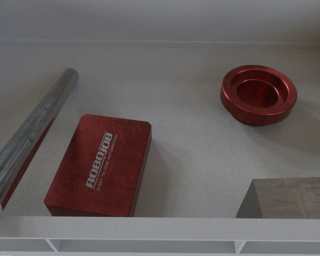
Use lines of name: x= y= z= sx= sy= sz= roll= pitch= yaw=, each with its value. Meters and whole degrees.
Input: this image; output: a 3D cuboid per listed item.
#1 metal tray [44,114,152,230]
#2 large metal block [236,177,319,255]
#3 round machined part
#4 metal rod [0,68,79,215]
metal tray: x=-0.065 y=0.045 z=0.363 sx=0.090 sy=0.030 sz=0.130 roll=8 pitch=50 yaw=6
large metal block: x=0.125 y=0.090 z=0.296 sx=0.081 sy=0.080 sz=0.050 roll=-1 pitch=50 yaw=-2
round machined part: x=0.133 y=-0.040 z=0.430 sx=0.099 sy=0.042 sz=0.098 roll=0 pitch=50 yaw=0
metal rod: x=-0.127 y=-0.013 z=0.338 sx=0.025 sy=0.025 sz=0.300 roll=-3 pitch=26 yaw=-3
